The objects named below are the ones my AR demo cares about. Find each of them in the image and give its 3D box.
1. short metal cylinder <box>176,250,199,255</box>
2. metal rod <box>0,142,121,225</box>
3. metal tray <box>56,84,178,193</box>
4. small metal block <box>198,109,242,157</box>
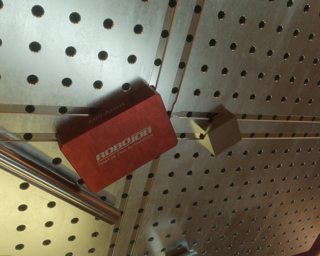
[{"bbox_3d":[0.052,0.276,0.577,0.050,0.080,0.079,-14,124,-21],"label":"short metal cylinder"},{"bbox_3d":[-0.151,0.050,0.360,0.025,0.025,0.300,-44,130,2],"label":"metal rod"},{"bbox_3d":[-0.049,0.014,0.391,0.131,0.030,0.090,-30,129,-10],"label":"metal tray"},{"bbox_3d":[0.092,0.007,0.468,0.050,0.025,0.050,-31,129,-8],"label":"small metal block"}]
